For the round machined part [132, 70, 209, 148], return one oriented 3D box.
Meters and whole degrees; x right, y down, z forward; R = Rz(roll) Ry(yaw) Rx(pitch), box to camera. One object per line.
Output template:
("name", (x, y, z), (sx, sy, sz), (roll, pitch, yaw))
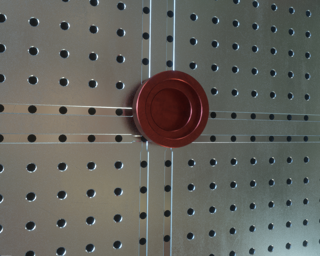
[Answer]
("round machined part", (0.011, -0.024, 0.407), (0.099, 0.042, 0.097), (0, 90, -20))
